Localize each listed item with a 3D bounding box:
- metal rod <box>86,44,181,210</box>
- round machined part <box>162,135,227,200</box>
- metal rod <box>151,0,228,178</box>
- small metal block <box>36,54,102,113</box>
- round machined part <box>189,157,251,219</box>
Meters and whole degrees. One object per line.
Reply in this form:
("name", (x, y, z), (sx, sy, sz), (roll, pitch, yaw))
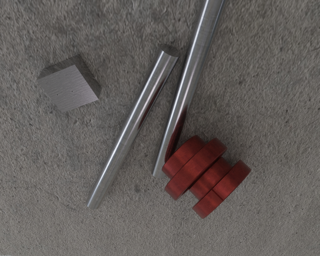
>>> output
("metal rod", (-0.049, 0.020, 0.423), (0.025, 0.025, 0.298), (19, 128, -15))
("round machined part", (0.041, 0.047, 0.413), (0.042, 0.099, 0.097), (45, 126, 14))
("metal rod", (0.030, -0.045, 0.368), (0.025, 0.025, 0.298), (9, 130, -8))
("small metal block", (-0.105, -0.051, 0.363), (0.050, 0.025, 0.050), (-18, 128, 14))
("round machined part", (0.079, 0.079, 0.440), (0.042, 0.099, 0.097), (45, 126, 14))
